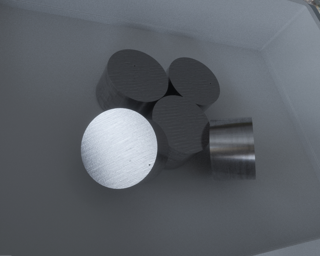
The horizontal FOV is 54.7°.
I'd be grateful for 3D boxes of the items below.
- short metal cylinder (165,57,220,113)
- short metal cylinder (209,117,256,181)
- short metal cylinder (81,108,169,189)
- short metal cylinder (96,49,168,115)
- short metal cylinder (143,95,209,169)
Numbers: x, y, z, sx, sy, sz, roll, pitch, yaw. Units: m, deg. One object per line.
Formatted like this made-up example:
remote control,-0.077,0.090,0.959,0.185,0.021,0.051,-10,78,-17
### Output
short metal cylinder,0.038,-0.054,0.443,0.081,0.050,0.080,14,56,-21
short metal cylinder,0.094,0.027,0.396,0.050,0.080,0.080,-4,55,15
short metal cylinder,-0.035,0.022,0.330,0.080,0.080,0.050,59,8,13
short metal cylinder,-0.036,-0.054,0.401,0.081,0.050,0.080,14,56,-21
short metal cylinder,0.017,0.006,0.393,0.081,0.050,0.080,14,56,-21
